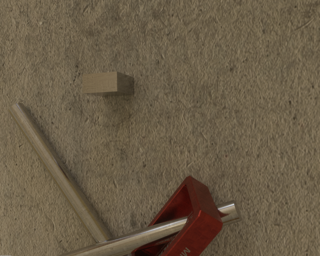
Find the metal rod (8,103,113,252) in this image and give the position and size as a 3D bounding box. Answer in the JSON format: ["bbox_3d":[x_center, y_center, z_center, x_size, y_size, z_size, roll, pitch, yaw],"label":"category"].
[{"bbox_3d":[-0.136,0.084,0.455,0.025,0.025,0.300,-41,78,15],"label":"metal rod"}]

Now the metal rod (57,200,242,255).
[{"bbox_3d":[-0.044,0.150,0.397,0.300,0.025,0.025,-22,83,15],"label":"metal rod"}]

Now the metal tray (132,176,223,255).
[{"bbox_3d":[0.014,0.130,0.367,0.030,0.090,0.129,34,102,-12],"label":"metal tray"}]

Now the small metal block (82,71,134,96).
[{"bbox_3d":[-0.069,-0.058,0.419,0.050,0.050,0.025,-1,90,19],"label":"small metal block"}]
